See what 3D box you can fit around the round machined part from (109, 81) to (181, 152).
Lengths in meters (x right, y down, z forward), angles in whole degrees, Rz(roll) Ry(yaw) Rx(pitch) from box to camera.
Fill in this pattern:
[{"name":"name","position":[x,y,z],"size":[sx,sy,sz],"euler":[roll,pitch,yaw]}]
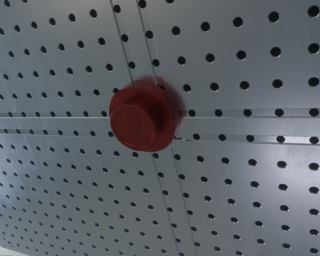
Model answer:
[{"name":"round machined part","position":[-0.026,-0.009,0.409],"size":[0.098,0.042,0.097],"euler":[13,124,21]}]
